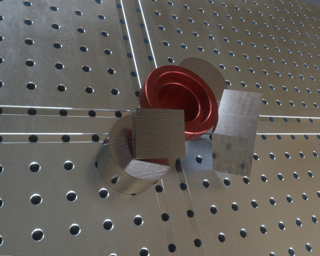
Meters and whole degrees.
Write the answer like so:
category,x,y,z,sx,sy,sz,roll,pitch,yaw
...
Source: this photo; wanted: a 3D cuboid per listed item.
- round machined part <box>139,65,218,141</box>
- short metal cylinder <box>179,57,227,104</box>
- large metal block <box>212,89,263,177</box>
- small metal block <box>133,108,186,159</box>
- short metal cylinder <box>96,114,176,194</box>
category,x,y,z,sx,sy,sz,roll,pitch,yaw
round machined part,0.020,-0.027,0.386,0.099,0.042,0.098,14,56,-21
short metal cylinder,0.050,-0.056,0.453,0.081,0.050,0.080,14,56,-21
large metal block,0.103,0.007,0.416,0.050,0.080,0.080,9,50,18
small metal block,-0.002,0.007,0.322,0.050,0.025,0.050,1,80,-14
short metal cylinder,-0.027,0.030,0.358,0.081,0.050,0.080,14,56,-21
